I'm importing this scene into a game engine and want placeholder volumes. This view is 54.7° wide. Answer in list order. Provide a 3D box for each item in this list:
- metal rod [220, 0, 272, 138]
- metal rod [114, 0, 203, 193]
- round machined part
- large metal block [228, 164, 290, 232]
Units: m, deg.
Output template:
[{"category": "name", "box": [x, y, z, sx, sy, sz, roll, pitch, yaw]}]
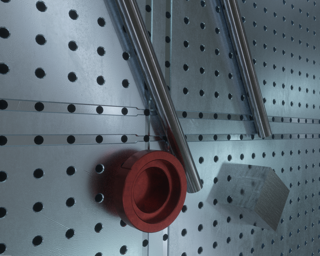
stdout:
[{"category": "metal rod", "box": [0.143, -0.122, 0.528, 0.025, 0.025, 0.298, -33, 110, -35]}, {"category": "metal rod", "box": [0.000, -0.046, 0.408, 0.025, 0.025, 0.299, -33, 111, -35]}, {"category": "round machined part", "box": [-0.016, 0.075, 0.385, 0.099, 0.042, 0.097, 0, 90, -40]}, {"category": "large metal block", "box": [0.174, 0.121, 0.539, 0.080, 0.050, 0.080, 44, 63, -31]}]
